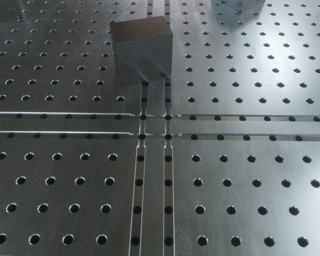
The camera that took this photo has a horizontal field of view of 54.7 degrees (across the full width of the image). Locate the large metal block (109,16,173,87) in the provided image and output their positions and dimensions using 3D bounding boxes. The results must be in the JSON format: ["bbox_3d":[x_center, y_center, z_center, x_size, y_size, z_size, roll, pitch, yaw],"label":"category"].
[{"bbox_3d":[-0.027,-0.115,0.469,0.081,0.080,0.050,-12,51,-10],"label":"large metal block"}]

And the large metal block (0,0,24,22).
[{"bbox_3d":[-0.316,-0.246,0.594,0.081,0.050,0.080,-16,52,-13],"label":"large metal block"}]

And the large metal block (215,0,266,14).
[{"bbox_3d":[0.166,-0.287,0.635,0.080,0.050,0.080,-34,58,-25],"label":"large metal block"}]
